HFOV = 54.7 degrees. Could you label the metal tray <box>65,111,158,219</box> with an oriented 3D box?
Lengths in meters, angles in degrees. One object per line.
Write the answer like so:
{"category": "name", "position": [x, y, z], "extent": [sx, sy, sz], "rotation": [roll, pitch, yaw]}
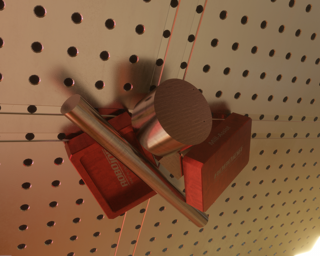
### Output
{"category": "metal tray", "position": [-0.053, 0.053, 0.406], "extent": [0.090, 0.030, 0.129], "rotation": [-28, 128, -11]}

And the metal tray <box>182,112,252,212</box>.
{"category": "metal tray", "position": [0.086, 0.046, 0.446], "extent": [0.131, 0.030, 0.089], "rotation": [-37, 134, -36]}

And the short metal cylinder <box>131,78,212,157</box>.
{"category": "short metal cylinder", "position": [0.014, -0.011, 0.364], "extent": [0.081, 0.080, 0.050], "rotation": [8, 156, -32]}

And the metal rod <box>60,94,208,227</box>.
{"category": "metal rod", "position": [-0.011, 0.062, 0.400], "extent": [0.025, 0.025, 0.300], "rotation": [-42, 130, 0]}

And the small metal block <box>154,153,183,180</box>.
{"category": "small metal block", "position": [0.010, 0.035, 0.417], "extent": [0.025, 0.050, 0.050], "rotation": [-42, 130, 0]}
